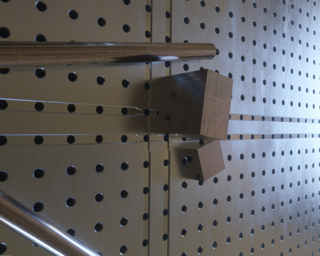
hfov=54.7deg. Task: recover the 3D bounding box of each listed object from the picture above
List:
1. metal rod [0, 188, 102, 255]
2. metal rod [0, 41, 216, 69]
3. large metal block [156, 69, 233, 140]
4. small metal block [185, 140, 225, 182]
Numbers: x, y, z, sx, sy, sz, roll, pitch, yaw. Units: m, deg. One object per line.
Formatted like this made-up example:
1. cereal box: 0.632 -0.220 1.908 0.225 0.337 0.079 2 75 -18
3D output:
1. metal rod: -0.123 0.098 0.305 0.300 0.025 0.025 48 61 -29
2. metal rod: -0.038 -0.091 0.376 0.302 0.025 0.025 -13 98 -39
3. large metal block: 0.045 -0.028 0.411 0.050 0.080 0.080 13 82 -40
4. small metal block: 0.069 0.046 0.467 0.050 0.025 0.050 -22 104 -38
